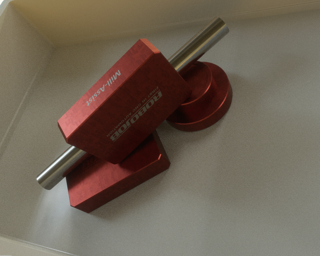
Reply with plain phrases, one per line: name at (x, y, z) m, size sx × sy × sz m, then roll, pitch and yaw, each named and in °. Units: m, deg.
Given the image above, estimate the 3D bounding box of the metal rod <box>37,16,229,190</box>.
metal rod at (-0.037, -0.028, 0.388) m, size 0.300 × 0.025 × 0.025 m, roll -41°, pitch 51°, yaw 5°

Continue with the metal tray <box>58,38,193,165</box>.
metal tray at (-0.035, -0.023, 0.345) m, size 0.130 × 0.090 × 0.030 m, roll -44°, pitch 54°, yaw 6°

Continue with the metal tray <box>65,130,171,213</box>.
metal tray at (-0.061, 0.041, 0.406) m, size 0.130 × 0.030 × 0.090 m, roll -30°, pitch 52°, yaw 8°

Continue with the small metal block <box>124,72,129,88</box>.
small metal block at (-0.029, -0.050, 0.432) m, size 0.025 × 0.050 × 0.050 m, roll -38°, pitch 51°, yaw 2°

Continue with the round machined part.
round machined part at (0.040, -0.048, 0.400) m, size 0.098 × 0.042 × 0.098 m, roll -13°, pitch 56°, yaw 20°
